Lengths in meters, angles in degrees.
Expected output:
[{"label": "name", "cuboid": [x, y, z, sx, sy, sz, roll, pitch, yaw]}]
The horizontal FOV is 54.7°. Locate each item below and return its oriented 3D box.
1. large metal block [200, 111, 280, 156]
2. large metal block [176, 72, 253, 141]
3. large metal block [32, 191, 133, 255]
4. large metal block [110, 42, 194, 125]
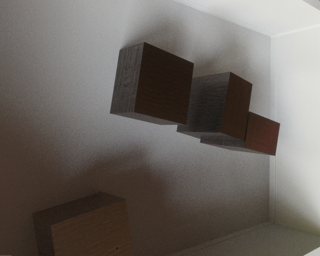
[{"label": "large metal block", "cuboid": [0.122, 0.008, 0.471, 0.081, 0.080, 0.050, 14, 84, -39]}, {"label": "large metal block", "cuboid": [0.075, -0.028, 0.434, 0.050, 0.080, 0.080, 18, 79, -39]}, {"label": "large metal block", "cuboid": [-0.079, 0.120, 0.325, 0.081, 0.050, 0.079, -11, 97, -39]}, {"label": "large metal block", "cuboid": [-0.009, -0.050, 0.383, 0.081, 0.050, 0.080, 13, 82, -39]}]
